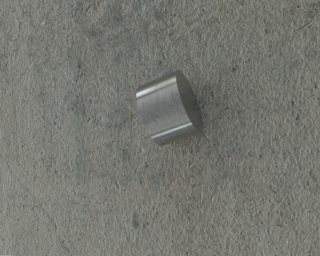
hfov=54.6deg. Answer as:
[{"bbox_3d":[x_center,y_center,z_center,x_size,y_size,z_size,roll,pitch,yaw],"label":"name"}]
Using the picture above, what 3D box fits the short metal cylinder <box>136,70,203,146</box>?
[{"bbox_3d":[0.014,-0.024,0.375,0.050,0.080,0.080,-20,83,19],"label":"short metal cylinder"}]
